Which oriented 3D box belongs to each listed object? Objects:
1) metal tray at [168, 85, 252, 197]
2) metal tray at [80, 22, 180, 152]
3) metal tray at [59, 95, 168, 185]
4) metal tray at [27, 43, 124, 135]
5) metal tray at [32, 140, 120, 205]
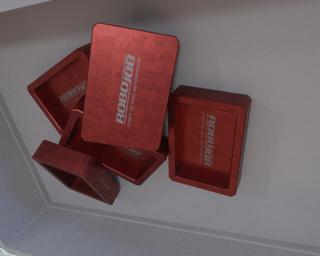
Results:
[{"bbox_3d":[0.057,0.017,0.383,0.090,0.030,0.129,12,124,21],"label":"metal tray"},{"bbox_3d":[-0.035,-0.044,0.349,0.091,0.030,0.129,9,105,-4],"label":"metal tray"},{"bbox_3d":[-0.062,0.021,0.420,0.131,0.030,0.089,29,137,-10],"label":"metal tray"},{"bbox_3d":[-0.117,-0.048,0.433,0.130,0.030,0.090,-22,107,36],"label":"metal tray"},{"bbox_3d":[-0.122,0.071,0.472,0.090,0.030,0.130,16,154,19],"label":"metal tray"}]
